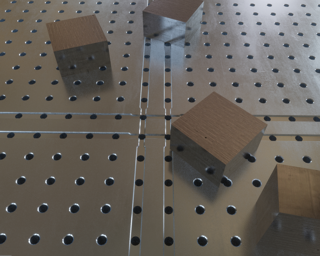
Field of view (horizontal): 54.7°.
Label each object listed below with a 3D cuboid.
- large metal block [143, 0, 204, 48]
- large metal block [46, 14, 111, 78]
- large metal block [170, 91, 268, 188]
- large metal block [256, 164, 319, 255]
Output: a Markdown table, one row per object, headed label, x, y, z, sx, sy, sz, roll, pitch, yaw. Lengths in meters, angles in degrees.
| label | x | y | z | sx | sy | sz | roll | pitch | yaw |
| --- | --- | --- | --- | --- | --- | --- | --- | --- | --- |
| large metal block | 0.024 | -0.197 | 0.557 | 0.080 | 0.050 | 0.080 | 21 | 53 | 16 |
| large metal block | -0.132 | -0.135 | 0.503 | 0.081 | 0.050 | 0.080 | -16 | 52 | -14 |
| large metal block | 0.070 | 0.012 | 0.383 | 0.080 | 0.050 | 0.080 | 38 | 59 | 27 |
| large metal block | 0.145 | 0.084 | 0.303 | 0.080 | 0.080 | 0.050 | 9 | 51 | 7 |
